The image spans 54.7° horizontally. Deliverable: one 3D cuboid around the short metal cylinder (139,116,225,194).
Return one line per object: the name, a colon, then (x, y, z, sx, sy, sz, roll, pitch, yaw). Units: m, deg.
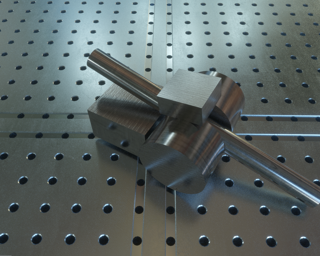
short metal cylinder: (0.024, 0.028, 0.344, 0.080, 0.080, 0.050, 24, 54, 18)

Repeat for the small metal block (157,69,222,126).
small metal block: (0.032, -0.034, 0.329, 0.050, 0.025, 0.050, 18, 52, 25)

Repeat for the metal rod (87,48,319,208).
metal rod: (0.046, -0.004, 0.355, 0.301, 0.025, 0.025, 33, 56, 6)

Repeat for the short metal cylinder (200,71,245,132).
short metal cylinder: (0.059, -0.024, 0.389, 0.080, 0.080, 0.050, 22, 54, 17)

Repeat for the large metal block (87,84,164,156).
large metal block: (-0.032, -0.018, 0.398, 0.080, 0.050, 0.080, 23, 54, 18)
